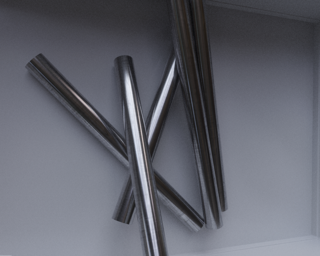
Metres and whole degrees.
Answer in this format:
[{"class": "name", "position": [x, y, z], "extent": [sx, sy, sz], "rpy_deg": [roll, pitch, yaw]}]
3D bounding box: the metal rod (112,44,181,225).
[{"class": "metal rod", "position": [0.002, -0.029, 0.394], "extent": [0.025, 0.025, 0.299], "rpy_deg": [23, 75, -19]}]

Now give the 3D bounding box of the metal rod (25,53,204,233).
[{"class": "metal rod", "position": [-0.047, 0.029, 0.394], "extent": [0.025, 0.025, 0.300], "rpy_deg": [-47, 105, -14]}]

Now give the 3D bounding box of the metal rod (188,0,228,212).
[{"class": "metal rod", "position": [0.064, -0.030, 0.416], "extent": [0.025, 0.025, 0.298], "rpy_deg": [-12, 102, -20]}]

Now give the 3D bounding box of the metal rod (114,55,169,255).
[{"class": "metal rod", "position": [-0.019, 0.050, 0.340], "extent": [0.025, 0.025, 0.299], "rpy_deg": [-3, 66, -20]}]

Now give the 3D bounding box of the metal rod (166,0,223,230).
[{"class": "metal rod", "position": [0.047, -0.011, 0.398], "extent": [0.025, 0.025, 0.298], "rpy_deg": [-15, 101, -20]}]
